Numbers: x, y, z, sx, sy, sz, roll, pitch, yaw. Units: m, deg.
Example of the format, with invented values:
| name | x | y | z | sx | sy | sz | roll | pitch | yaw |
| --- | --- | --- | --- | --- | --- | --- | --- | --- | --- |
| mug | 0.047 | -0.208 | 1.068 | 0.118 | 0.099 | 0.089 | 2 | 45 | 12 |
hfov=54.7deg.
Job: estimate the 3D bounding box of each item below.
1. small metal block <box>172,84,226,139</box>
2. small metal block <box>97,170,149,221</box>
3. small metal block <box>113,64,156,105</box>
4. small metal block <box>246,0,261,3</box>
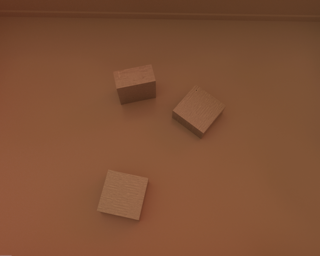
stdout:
| name | x | y | z | sx | sy | sz | roll | pitch | yaw |
| --- | --- | --- | --- | --- | --- | --- | --- | --- | --- |
| small metal block | 0.052 | -0.022 | 0.418 | 0.050 | 0.025 | 0.050 | 38 | 74 | 12 |
| small metal block | -0.044 | 0.083 | 0.379 | 0.050 | 0.025 | 0.050 | 12 | 70 | 4 |
| small metal block | -0.033 | -0.057 | 0.417 | 0.050 | 0.050 | 0.025 | -12 | 71 | -5 |
| small metal block | 0.144 | -0.235 | 0.499 | 0.050 | 0.025 | 0.050 | 14 | 70 | 4 |
